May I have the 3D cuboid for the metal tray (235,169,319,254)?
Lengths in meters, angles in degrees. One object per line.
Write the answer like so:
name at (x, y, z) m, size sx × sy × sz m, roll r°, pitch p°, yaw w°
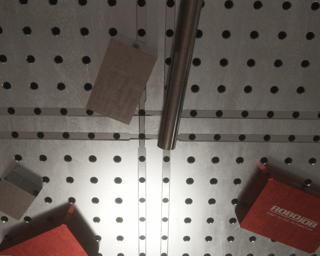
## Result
metal tray at (0.191, 0.125, 0.460) m, size 0.131 × 0.030 × 0.089 m, roll 23°, pitch 108°, yaw -9°

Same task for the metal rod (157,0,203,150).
metal rod at (0.031, -0.113, 0.372) m, size 0.025 × 0.025 × 0.298 m, roll 8°, pitch 110°, yaw -4°

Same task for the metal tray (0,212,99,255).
metal tray at (-0.175, 0.196, 0.481) m, size 0.130 × 0.030 × 0.090 m, roll -25°, pitch 109°, yaw 8°

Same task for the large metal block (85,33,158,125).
large metal block at (-0.041, -0.060, 0.361) m, size 0.050 × 0.080 × 0.079 m, roll 22°, pitch 109°, yaw -8°

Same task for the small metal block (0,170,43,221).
small metal block at (-0.209, 0.097, 0.446) m, size 0.050 × 0.025 × 0.050 m, roll 36°, pitch 106°, yaw -13°
